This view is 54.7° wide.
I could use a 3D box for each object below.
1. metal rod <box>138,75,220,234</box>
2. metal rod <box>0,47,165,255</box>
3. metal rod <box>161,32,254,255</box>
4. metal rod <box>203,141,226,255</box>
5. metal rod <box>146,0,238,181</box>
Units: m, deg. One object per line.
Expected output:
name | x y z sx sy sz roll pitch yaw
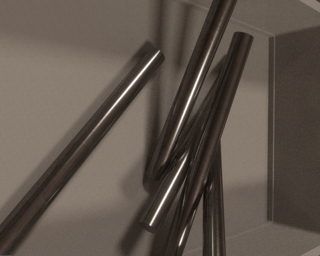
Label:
metal rod | 0.054 0.005 0.430 0.025 0.025 0.301 52 52 -28
metal rod | -0.082 0.016 0.339 0.025 0.025 0.301 50 60 -29
metal rod | 0.056 0.029 0.382 0.025 0.025 0.298 17 91 -39
metal rod | 0.065 0.093 0.377 0.025 0.025 0.300 43 37 -32
metal rod | 0.045 -0.070 0.362 0.025 0.025 0.298 6 113 -40
